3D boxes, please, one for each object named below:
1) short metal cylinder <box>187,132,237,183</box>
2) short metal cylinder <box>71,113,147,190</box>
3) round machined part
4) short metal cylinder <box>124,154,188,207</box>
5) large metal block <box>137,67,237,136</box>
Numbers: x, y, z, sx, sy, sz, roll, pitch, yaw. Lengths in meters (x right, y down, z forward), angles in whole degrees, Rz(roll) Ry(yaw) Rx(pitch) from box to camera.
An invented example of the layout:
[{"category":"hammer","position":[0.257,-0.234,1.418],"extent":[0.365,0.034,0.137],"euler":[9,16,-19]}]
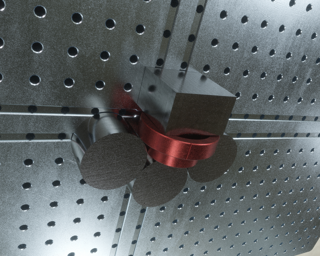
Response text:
[{"category":"short metal cylinder","position":[0.064,0.032,0.450],"extent":[0.081,0.050,0.079],"euler":[-14,124,-21]},{"category":"short metal cylinder","position":[-0.062,0.028,0.379],"extent":[0.081,0.050,0.079],"euler":[-14,124,-21]},{"category":"round machined part","position":[0.020,0.014,0.381],"extent":[0.099,0.098,0.042],"euler":[2,117,-29]},{"category":"short metal cylinder","position":[-0.009,0.061,0.428],"extent":[0.081,0.050,0.079],"euler":[-14,124,-21]},{"category":"large metal block","position":[0.029,-0.033,0.371],"extent":[0.081,0.080,0.050],"euler":[1,118,-29]}]
